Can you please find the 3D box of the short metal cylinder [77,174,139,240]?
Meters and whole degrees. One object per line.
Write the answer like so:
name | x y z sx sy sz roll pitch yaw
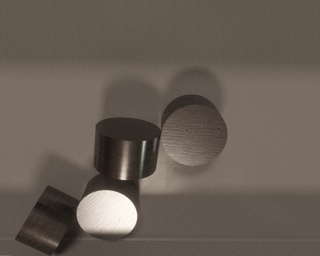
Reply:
short metal cylinder | -0.071 0.109 0.437 0.081 0.050 0.079 0 110 -1

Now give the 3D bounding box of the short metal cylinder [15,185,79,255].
short metal cylinder | -0.153 0.126 0.426 0.050 0.080 0.080 31 107 -11

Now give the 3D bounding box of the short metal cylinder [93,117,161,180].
short metal cylinder | -0.042 0.023 0.390 0.081 0.080 0.050 7 110 -3

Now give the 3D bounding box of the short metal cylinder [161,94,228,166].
short metal cylinder | 0.042 0.001 0.399 0.081 0.050 0.079 0 110 -1
